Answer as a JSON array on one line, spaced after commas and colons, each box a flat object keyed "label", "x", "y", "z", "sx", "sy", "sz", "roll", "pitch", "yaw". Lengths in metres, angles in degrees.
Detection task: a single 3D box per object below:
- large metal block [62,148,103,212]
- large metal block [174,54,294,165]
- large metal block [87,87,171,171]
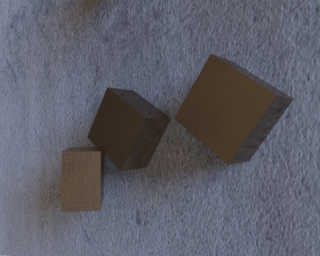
[{"label": "large metal block", "x": -0.110, "y": 0.070, "z": 0.450, "sx": 0.080, "sy": 0.050, "sz": 0.079, "roll": -174, "pitch": 85, "yaw": -82}, {"label": "large metal block", "x": 0.075, "y": -0.020, "z": 0.326, "sx": 0.080, "sy": 0.050, "sz": 0.080, "roll": 43, "pitch": 116, "yaw": 31}, {"label": "large metal block", "x": -0.044, "y": 0.000, "z": 0.423, "sx": 0.080, "sy": 0.050, "sz": 0.079, "roll": 39, "pitch": 113, "yaw": 33}]
